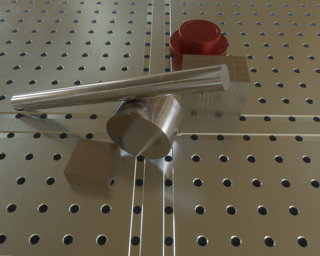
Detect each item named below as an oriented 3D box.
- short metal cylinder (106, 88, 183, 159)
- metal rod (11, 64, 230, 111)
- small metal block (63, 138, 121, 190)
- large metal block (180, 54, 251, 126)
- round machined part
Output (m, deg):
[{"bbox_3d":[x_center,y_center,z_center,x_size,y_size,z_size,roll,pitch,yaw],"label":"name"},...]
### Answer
[{"bbox_3d":[-0.018,-0.006,0.377,0.080,0.080,0.050,15,52,12],"label":"short metal cylinder"},{"bbox_3d":[-0.069,-0.042,0.363,0.300,0.025,0.025,-2,45,30],"label":"metal rod"},{"bbox_3d":[-0.079,0.043,0.371,0.050,0.025,0.050,8,50,6],"label":"small metal block"},{"bbox_3d":[0.068,-0.049,0.414,0.081,0.080,0.050,2,50,1],"label":"large metal block"},{"bbox_3d":[0.065,-0.145,0.520,0.099,0.042,0.098,0,50,0],"label":"round machined part"}]
